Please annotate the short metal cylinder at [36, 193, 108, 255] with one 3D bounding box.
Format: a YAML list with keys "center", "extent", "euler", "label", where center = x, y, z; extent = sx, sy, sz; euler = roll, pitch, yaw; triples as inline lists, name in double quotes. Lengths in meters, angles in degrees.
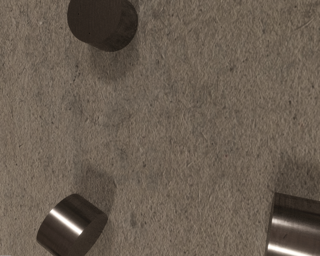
- center: [-0.117, 0.137, 0.420]
  extent: [0.050, 0.080, 0.080]
  euler: [31, 100, 17]
  label: "short metal cylinder"

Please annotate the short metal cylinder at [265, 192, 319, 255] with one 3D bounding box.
- center: [0.143, 0.113, 0.329]
  extent: [0.050, 0.080, 0.079]
  euler: [9, 93, 19]
  label: "short metal cylinder"

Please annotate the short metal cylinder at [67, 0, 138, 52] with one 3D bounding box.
- center: [-0.077, -0.149, 0.422]
  extent: [0.080, 0.050, 0.079]
  euler: [0, 90, 19]
  label: "short metal cylinder"
